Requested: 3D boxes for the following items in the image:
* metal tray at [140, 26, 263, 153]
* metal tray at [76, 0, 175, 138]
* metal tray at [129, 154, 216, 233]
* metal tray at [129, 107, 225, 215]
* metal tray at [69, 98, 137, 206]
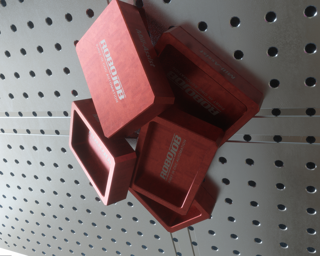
[{"bbox_3d":[0.040,-0.041,0.360,0.130,0.030,0.089,40,129,0],"label":"metal tray"},{"bbox_3d":[-0.045,-0.064,0.351,0.090,0.030,0.130,-34,69,38],"label":"metal tray"},{"bbox_3d":[0.006,0.089,0.458,0.130,0.030,0.090,48,128,-6],"label":"metal tray"},{"bbox_3d":[0.014,0.041,0.386,0.090,0.030,0.129,25,127,12],"label":"metal tray"},{"bbox_3d":[-0.085,0.030,0.430,0.130,0.030,0.089,47,136,35],"label":"metal tray"}]
